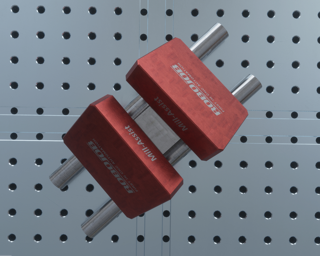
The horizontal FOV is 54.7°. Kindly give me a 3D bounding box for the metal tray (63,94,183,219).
[{"bbox_3d":[-0.046,0.037,0.359,0.130,0.030,0.090,50,133,-1],"label":"metal tray"}]

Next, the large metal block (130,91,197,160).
[{"bbox_3d":[0.001,-0.002,0.385,0.080,0.080,0.050,-42,91,0],"label":"large metal block"}]

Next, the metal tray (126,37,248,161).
[{"bbox_3d":[0.035,-0.037,0.359,0.130,0.030,0.090,47,46,0],"label":"metal tray"}]

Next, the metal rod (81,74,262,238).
[{"bbox_3d":[0.016,0.037,0.414,0.300,0.025,0.025,-42,91,-1],"label":"metal rod"}]

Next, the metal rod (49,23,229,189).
[{"bbox_3d":[-0.027,-0.030,0.413,0.300,0.025,0.025,-43,91,-1],"label":"metal rod"}]
